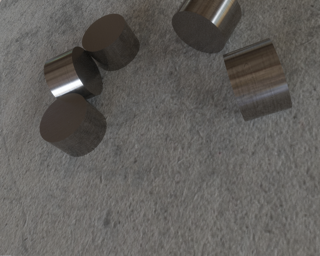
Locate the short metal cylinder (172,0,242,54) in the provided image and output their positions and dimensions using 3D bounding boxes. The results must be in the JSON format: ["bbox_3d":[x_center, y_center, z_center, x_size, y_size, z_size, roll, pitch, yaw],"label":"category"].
[{"bbox_3d":[0.064,-0.149,0.425,0.080,0.080,0.050,21,73,35],"label":"short metal cylinder"}]

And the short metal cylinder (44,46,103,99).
[{"bbox_3d":[-0.134,-0.080,0.486,0.050,0.080,0.080,-20,54,16],"label":"short metal cylinder"}]

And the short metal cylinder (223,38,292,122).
[{"bbox_3d":[0.107,-0.052,0.344,0.050,0.080,0.080,-18,55,17],"label":"short metal cylinder"}]

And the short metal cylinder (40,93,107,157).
[{"bbox_3d":[-0.127,-0.004,0.455,0.080,0.050,0.080,-13,56,20],"label":"short metal cylinder"}]

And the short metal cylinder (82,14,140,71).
[{"bbox_3d":[-0.081,-0.142,0.516,0.080,0.050,0.080,-13,56,20],"label":"short metal cylinder"}]
